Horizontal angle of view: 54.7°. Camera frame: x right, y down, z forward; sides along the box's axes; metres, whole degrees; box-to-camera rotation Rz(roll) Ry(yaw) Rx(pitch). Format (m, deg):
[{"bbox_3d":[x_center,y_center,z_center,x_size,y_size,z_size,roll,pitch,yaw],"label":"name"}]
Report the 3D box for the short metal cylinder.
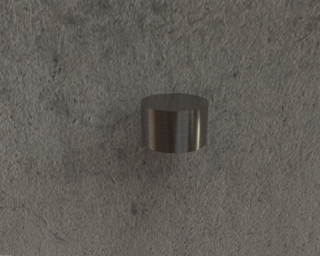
[{"bbox_3d":[0.018,-0.008,0.378,0.081,0.080,0.050,0,110,0],"label":"short metal cylinder"}]
